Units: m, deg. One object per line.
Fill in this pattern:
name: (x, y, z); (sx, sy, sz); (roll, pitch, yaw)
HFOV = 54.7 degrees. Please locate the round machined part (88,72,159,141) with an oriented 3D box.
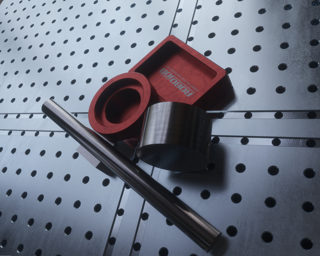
round machined part: (-0.046, -0.025, 0.425); (0.098, 0.042, 0.098); (-14, 55, 22)

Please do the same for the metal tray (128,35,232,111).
metal tray: (0.023, -0.068, 0.432); (0.090, 0.030, 0.130); (-42, 51, -2)

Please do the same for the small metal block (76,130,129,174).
small metal block: (-0.080, 0.028, 0.432); (0.050, 0.025, 0.050); (32, 79, 37)

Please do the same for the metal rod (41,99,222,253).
metal rod: (-0.054, 0.042, 0.383); (0.300, 0.025, 0.025); (34, 81, 29)

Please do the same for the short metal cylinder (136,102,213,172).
short metal cylinder: (0.018, 0.013, 0.353); (0.080, 0.080, 0.050); (-4, 60, 26)
